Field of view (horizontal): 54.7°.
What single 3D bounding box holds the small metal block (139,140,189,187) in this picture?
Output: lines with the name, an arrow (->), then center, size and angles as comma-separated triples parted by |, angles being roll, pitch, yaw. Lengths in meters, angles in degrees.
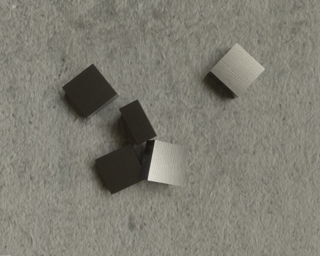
small metal block -> 0.006, 0.045, 0.397 | 0.050, 0.025, 0.050 | 15, 79, -26

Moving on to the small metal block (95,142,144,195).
small metal block -> -0.050, 0.053, 0.409 | 0.050, 0.025, 0.050 | -25, 90, -1

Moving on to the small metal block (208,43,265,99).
small metal block -> 0.100, -0.075, 0.411 | 0.050, 0.025, 0.050 | 43, 90, -1

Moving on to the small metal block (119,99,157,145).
small metal block -> -0.027, -0.007, 0.397 | 0.025, 0.050, 0.050 | -28, 90, 0

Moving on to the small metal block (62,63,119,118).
small metal block -> -0.090, -0.048, 0.409 | 0.050, 0.025, 0.050 | -38, 91, 0
